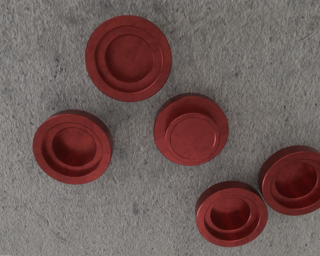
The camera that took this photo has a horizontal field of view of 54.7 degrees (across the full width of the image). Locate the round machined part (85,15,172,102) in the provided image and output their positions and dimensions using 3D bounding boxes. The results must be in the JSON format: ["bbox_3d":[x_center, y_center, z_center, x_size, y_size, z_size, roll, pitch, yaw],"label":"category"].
[{"bbox_3d":[-0.036,-0.083,0.370,0.099,0.042,0.097,0,110,0],"label":"round machined part"}]

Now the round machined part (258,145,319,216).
[{"bbox_3d":[0.184,0.068,0.427,0.099,0.042,0.097,0,110,0],"label":"round machined part"}]

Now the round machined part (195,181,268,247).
[{"bbox_3d":[0.099,0.118,0.445,0.099,0.042,0.097,0,110,0],"label":"round machined part"}]

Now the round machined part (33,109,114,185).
[{"bbox_3d":[-0.110,0.022,0.408,0.099,0.042,0.097,0,110,0],"label":"round machined part"}]

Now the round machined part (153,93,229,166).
[{"bbox_3d":[0.041,0.006,0.403,0.099,0.042,0.097,0,110,0],"label":"round machined part"}]
